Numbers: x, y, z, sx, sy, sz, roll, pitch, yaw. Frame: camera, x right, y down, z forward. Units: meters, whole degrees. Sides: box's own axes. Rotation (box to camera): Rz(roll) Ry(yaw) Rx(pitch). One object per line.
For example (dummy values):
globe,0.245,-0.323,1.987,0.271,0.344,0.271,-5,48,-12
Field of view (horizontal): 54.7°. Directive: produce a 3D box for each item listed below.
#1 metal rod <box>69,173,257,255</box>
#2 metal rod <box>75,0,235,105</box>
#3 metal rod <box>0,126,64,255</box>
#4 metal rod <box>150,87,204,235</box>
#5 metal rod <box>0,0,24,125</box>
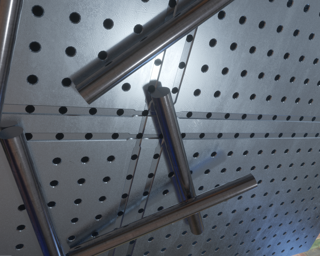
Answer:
metal rod,0.009,0.138,0.477,0.302,0.025,0.025,-21,127,-7
metal rod,0.035,-0.125,0.354,0.301,0.025,0.025,-37,130,-4
metal rod,-0.153,0.130,0.408,0.025,0.025,0.298,-16,125,-20
metal rod,0.034,0.070,0.475,0.025,0.025,0.298,-26,128,-13
metal rod,-0.148,-0.074,0.284,0.025,0.025,0.298,8,114,-32
